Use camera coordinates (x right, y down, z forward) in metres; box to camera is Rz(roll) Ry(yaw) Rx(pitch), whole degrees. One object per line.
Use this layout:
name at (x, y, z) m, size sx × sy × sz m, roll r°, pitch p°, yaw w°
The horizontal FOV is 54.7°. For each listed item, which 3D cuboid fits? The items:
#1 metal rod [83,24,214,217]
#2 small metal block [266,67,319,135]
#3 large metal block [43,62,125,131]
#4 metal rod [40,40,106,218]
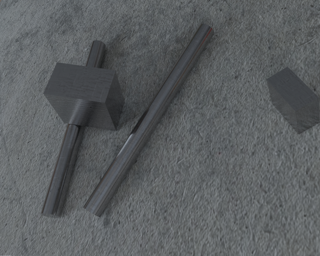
metal rod at (-0.008, -0.020, 0.418) m, size 0.025 × 0.025 × 0.300 m, roll 21°, pitch 73°, yaw 35°
small metal block at (0.142, -0.029, 0.331) m, size 0.025 × 0.050 × 0.050 m, roll -32°, pitch 52°, yaw 8°
large metal block at (-0.100, -0.041, 0.429) m, size 0.080 × 0.080 × 0.050 m, roll 9°, pitch 64°, yaw 7°
metal rod at (-0.126, -0.016, 0.477) m, size 0.025 × 0.025 × 0.299 m, roll -6°, pitch 59°, yaw 24°
